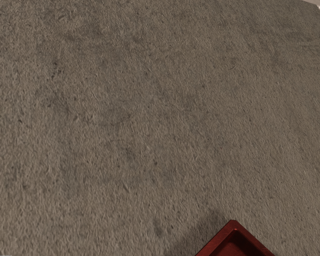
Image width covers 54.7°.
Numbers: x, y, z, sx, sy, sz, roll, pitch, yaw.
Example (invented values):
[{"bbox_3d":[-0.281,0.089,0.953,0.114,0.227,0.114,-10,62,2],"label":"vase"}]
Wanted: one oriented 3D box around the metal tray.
[{"bbox_3d":[0.069,0.168,0.319,0.131,0.030,0.090,-29,59,-38],"label":"metal tray"}]
